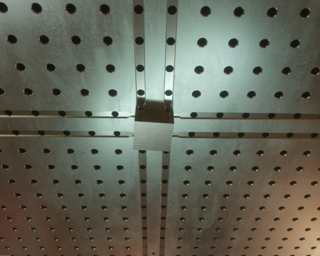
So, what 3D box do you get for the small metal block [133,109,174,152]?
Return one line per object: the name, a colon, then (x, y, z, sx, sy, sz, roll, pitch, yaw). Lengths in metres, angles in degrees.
small metal block: (-0.009, 0.004, 0.414, 0.050, 0.025, 0.050, 4, 130, -4)
